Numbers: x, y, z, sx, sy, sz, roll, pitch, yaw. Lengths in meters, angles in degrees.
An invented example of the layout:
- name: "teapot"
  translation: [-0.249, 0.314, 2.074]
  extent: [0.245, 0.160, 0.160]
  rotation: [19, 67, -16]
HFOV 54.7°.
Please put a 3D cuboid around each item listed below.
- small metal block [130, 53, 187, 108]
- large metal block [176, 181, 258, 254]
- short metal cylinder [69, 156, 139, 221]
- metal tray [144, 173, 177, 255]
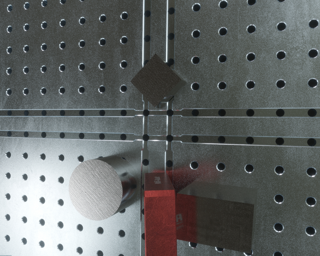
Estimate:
- name: "small metal block"
  translation: [-0.002, -0.062, 0.413]
  extent: [0.050, 0.025, 0.050]
  rotation: [-46, 76, 14]
- name: "large metal block"
  translation: [0.068, 0.098, 0.359]
  extent: [0.080, 0.080, 0.050]
  rotation: [4, 92, 20]
- name: "short metal cylinder"
  translation: [-0.076, 0.080, 0.426]
  extent: [0.080, 0.050, 0.079]
  rotation: [0, 90, 20]
- name: "metal tray"
  translation: [-0.002, 0.105, 0.356]
  extent: [0.030, 0.130, 0.089]
  rotation: [-1, 90, -3]
